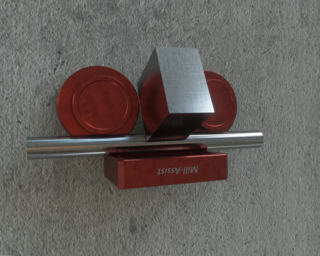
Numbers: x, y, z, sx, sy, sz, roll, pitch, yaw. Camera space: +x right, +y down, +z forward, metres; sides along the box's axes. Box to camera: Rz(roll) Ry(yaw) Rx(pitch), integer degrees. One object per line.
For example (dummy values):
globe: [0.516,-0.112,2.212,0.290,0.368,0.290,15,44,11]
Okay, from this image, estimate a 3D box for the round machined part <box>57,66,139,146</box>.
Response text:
round machined part: [-0.072,-0.027,0.373,0.099,0.042,0.097,0,90,-21]

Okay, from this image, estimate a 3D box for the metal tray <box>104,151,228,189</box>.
metal tray: [0.004,0.046,0.378,0.131,0.090,0.030,-1,91,-20]

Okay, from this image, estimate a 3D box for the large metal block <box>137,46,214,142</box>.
large metal block: [0.013,-0.036,0.358,0.050,0.080,0.080,-2,67,-21]

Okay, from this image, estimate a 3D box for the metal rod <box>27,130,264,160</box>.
metal rod: [-0.002,0.019,0.389,0.303,0.025,0.025,-1,91,-21]

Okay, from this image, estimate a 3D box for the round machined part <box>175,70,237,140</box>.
round machined part: [0.065,-0.031,0.425,0.099,0.042,0.097,0,90,-21]
